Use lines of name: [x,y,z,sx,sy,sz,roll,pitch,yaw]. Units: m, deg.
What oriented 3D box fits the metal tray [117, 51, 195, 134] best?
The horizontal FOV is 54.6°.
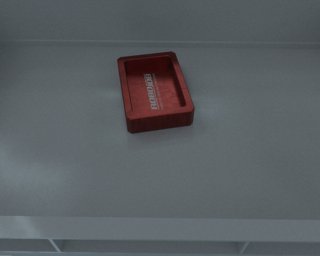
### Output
metal tray: [-0.010,-0.056,0.448,0.091,0.030,0.130,-8,50,-7]
